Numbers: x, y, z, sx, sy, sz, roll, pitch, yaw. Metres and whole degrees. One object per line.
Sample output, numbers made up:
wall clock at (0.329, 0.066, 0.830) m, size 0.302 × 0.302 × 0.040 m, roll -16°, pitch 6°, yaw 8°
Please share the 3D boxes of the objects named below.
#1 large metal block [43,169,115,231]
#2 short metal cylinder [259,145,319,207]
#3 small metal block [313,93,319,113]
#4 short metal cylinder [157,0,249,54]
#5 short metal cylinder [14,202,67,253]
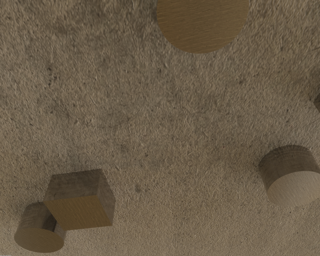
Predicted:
large metal block at (-0.122, 0.114, 0.486) m, size 0.080 × 0.050 × 0.080 m, roll -8°, pitch 130°, yaw 6°
short metal cylinder at (0.192, 0.071, 0.453) m, size 0.081 × 0.050 × 0.079 m, roll 0°, pitch 130°, yaw 0°
small metal block at (0.227, -0.039, 0.376) m, size 0.050 × 0.025 × 0.050 m, roll 8°, pitch 130°, yaw -7°
short metal cylinder at (0.037, -0.118, 0.291) m, size 0.081 × 0.050 × 0.079 m, roll 0°, pitch 130°, yaw 0°
short metal cylinder at (-0.201, 0.173, 0.536) m, size 0.081 × 0.050 × 0.079 m, roll 0°, pitch 130°, yaw 0°
